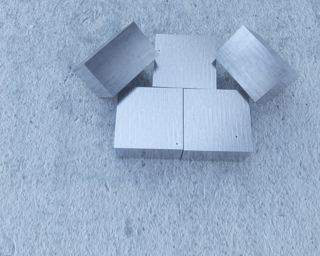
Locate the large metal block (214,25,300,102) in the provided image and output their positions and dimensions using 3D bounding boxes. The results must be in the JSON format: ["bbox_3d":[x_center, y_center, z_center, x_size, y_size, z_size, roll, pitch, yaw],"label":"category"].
[{"bbox_3d":[0.128,-0.081,0.405,0.050,0.080,0.080,-45,72,27],"label":"large metal block"}]

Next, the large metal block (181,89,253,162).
[{"bbox_3d":[0.069,-0.002,0.396,0.081,0.050,0.080,1,70,0],"label":"large metal block"}]

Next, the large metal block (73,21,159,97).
[{"bbox_3d":[-0.060,-0.085,0.403,0.080,0.080,0.050,-45,111,-15],"label":"large metal block"}]

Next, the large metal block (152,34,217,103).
[{"bbox_3d":[0.033,-0.079,0.426,0.081,0.050,0.080,3,70,0],"label":"large metal block"}]

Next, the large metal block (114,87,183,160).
[{"bbox_3d":[-0.013,-0.005,0.397,0.081,0.050,0.080,1,70,0],"label":"large metal block"}]
